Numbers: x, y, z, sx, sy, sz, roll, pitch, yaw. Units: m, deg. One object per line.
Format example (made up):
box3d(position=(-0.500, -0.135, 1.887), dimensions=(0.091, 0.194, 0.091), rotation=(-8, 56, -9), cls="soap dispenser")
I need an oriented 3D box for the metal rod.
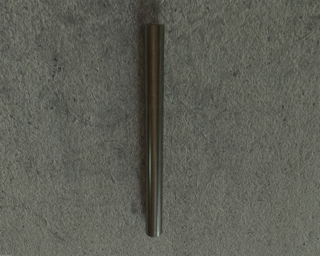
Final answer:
box3d(position=(-0.008, 0.017, 0.417), dimensions=(0.025, 0.025, 0.298), rotation=(0, 110, -1), cls="metal rod")
